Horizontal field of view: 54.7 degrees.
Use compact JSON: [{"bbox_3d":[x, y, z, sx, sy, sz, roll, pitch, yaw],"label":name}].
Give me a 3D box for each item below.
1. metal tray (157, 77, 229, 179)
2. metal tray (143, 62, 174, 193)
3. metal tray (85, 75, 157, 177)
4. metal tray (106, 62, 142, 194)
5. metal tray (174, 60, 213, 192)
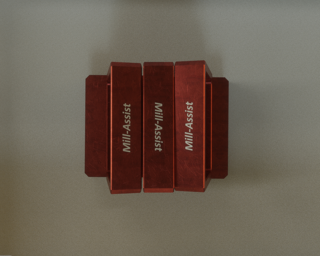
[{"bbox_3d":[0.042,0.000,0.408,0.091,0.030,0.129,1,90,0],"label":"metal tray"},{"bbox_3d":[-0.001,0.000,0.346,0.030,0.090,0.129,0,88,0],"label":"metal tray"},{"bbox_3d":[-0.049,-0.002,0.406,0.091,0.030,0.129,1,90,0],"label":"metal tray"},{"bbox_3d":[-0.042,0.000,0.344,0.030,0.090,0.129,0,90,-13],"label":"metal tray"},{"bbox_3d":[0.039,-0.002,0.345,0.030,0.090,0.129,0,90,14],"label":"metal tray"}]
